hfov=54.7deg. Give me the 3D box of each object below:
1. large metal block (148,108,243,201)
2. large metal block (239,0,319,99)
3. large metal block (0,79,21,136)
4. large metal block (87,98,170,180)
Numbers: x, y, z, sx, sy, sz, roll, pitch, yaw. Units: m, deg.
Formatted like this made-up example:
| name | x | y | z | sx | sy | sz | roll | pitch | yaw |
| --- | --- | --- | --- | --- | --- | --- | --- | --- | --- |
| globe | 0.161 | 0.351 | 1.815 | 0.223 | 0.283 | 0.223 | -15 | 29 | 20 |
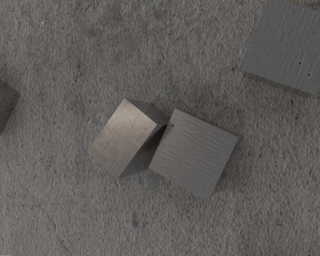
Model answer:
| name | x | y | z | sx | sy | sz | roll | pitch | yaw |
| --- | --- | --- | --- | --- | --- | --- | --- | --- | --- |
| large metal block | 0.045 | 0.030 | 0.380 | 0.080 | 0.050 | 0.080 | 26 | 99 | 18 |
| large metal block | 0.145 | -0.086 | 0.344 | 0.080 | 0.050 | 0.080 | 24 | 98 | 18 |
| large metal block | -0.286 | -0.042 | 0.497 | 0.080 | 0.050 | 0.080 | 34 | 101 | 16 |
| large metal block | -0.031 | 0.012 | 0.391 | 0.050 | 0.080 | 0.080 | 39 | 103 | 15 |
